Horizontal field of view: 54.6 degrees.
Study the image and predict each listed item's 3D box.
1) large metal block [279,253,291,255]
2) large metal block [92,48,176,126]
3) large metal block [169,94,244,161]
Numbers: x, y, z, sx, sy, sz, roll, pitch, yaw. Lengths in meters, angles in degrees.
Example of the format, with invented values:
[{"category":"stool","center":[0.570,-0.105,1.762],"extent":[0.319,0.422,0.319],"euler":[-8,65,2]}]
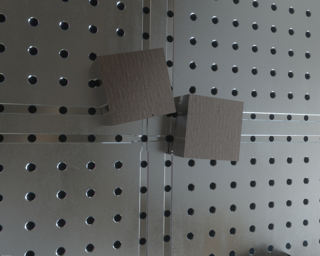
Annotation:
[{"category":"large metal block","center":[0.183,0.249,0.467],"extent":[0.081,0.050,0.080],"euler":[-14,95,-20]},{"category":"large metal block","center":[-0.034,-0.050,0.387],"extent":[0.081,0.050,0.080],"euler":[-13,95,-20]},{"category":"large metal block","center":[0.062,0.001,0.422],"extent":[0.081,0.050,0.080],"euler":[6,88,-20]}]
